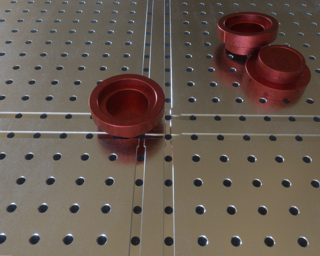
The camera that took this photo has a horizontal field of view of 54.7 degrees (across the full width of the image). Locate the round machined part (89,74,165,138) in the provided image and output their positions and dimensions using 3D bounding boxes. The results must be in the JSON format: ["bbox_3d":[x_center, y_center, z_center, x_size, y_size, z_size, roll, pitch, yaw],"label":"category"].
[{"bbox_3d":[-0.043,-0.025,0.417,0.099,0.042,0.098,0,50,0],"label":"round machined part"}]

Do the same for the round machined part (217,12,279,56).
[{"bbox_3d":[0.146,-0.157,0.524,0.099,0.042,0.098,-3,41,3],"label":"round machined part"}]

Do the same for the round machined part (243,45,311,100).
[{"bbox_3d":[0.181,-0.091,0.476,0.099,0.042,0.098,0,50,0],"label":"round machined part"}]
